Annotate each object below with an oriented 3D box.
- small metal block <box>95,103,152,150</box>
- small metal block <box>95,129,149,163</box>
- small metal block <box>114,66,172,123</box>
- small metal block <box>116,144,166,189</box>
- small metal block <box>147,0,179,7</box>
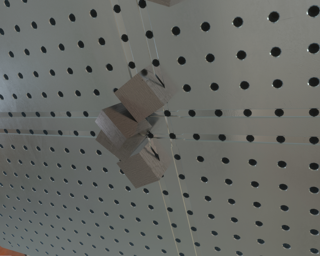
[{"bbox_3d":[-0.048,-0.005,0.411,0.050,0.050,0.025,49,131,12],"label":"small metal block"},{"bbox_3d":[-0.052,0.012,0.430,0.050,0.050,0.025,39,130,2],"label":"small metal block"},{"bbox_3d":[-0.022,-0.042,0.397,0.050,0.025,0.050,-32,101,38],"label":"small metal block"},{"bbox_3d":[-0.028,0.058,0.462,0.050,0.025,0.050,-26,104,37],"label":"small metal block"},{"bbox_3d":[-0.004,-0.158,0.316,0.050,0.025,0.050,22,127,14],"label":"small metal block"}]
